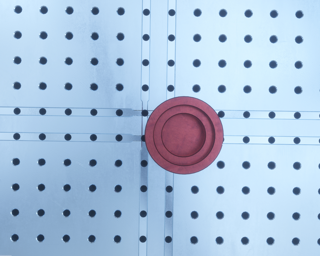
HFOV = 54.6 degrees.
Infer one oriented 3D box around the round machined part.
[{"bbox_3d":[0.030,0.009,0.405,0.099,0.042,0.097,0,90,0],"label":"round machined part"}]
